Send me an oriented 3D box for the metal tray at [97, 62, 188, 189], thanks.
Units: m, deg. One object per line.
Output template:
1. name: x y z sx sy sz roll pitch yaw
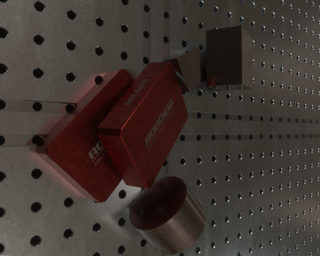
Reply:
1. metal tray: -0.012 -0.007 0.364 0.130 0.030 0.090 -59 141 -39

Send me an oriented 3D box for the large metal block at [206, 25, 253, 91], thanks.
1. large metal block: 0.107 -0.100 0.467 0.080 0.050 0.079 -3 92 -63

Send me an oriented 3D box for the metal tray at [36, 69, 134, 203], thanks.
1. metal tray: -0.061 0.007 0.356 0.090 0.030 0.130 52 59 -28

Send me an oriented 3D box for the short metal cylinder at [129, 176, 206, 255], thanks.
1. short metal cylinder: 0.009 0.107 0.384 0.080 0.080 0.050 -49 120 -29

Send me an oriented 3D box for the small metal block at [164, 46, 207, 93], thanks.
1. small metal block: 0.040 -0.084 0.445 0.050 0.025 0.050 -36 112 -34
